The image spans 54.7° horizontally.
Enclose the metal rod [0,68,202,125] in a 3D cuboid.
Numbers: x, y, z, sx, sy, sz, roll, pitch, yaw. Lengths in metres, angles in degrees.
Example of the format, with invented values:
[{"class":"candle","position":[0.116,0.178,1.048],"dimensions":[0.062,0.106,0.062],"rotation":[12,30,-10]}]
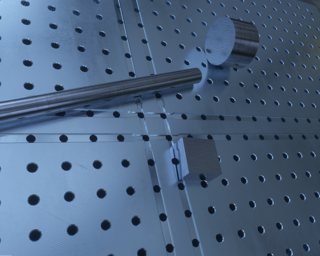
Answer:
[{"class":"metal rod","position":[-0.061,-0.048,0.405],"dimensions":[0.302,0.025,0.025],"rotation":[-17,71,-35]}]

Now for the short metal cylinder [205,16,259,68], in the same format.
[{"class":"short metal cylinder","position":[0.121,-0.145,0.529],"dimensions":[0.050,0.080,0.080],"rotation":[2,61,-28]}]

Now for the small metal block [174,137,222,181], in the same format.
[{"class":"small metal block","position":[0.050,0.041,0.411],"dimensions":[0.050,0.025,0.050],"rotation":[6,59,-26]}]
